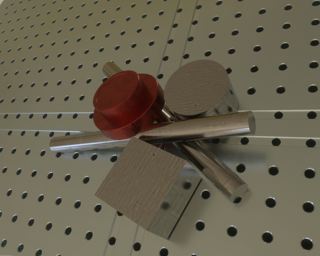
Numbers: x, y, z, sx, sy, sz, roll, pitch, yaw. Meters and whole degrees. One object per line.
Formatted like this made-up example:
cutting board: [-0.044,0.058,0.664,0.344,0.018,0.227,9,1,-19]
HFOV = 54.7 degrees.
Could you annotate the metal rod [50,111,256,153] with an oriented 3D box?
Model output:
metal rod: [-0.033,0.010,0.394,0.300,0.025,0.025,-7,58,32]

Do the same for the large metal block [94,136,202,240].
large metal block: [-0.013,0.066,0.354,0.080,0.050,0.080,22,73,35]

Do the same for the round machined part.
round machined part: [-0.046,-0.036,0.399,0.098,0.042,0.098,-19,44,20]

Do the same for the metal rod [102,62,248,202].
metal rod: [0.000,-0.015,0.417,0.025,0.025,0.300,-43,51,-2]

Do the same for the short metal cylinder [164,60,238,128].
short metal cylinder: [0.052,-0.038,0.386,0.080,0.050,0.080,-13,56,20]
